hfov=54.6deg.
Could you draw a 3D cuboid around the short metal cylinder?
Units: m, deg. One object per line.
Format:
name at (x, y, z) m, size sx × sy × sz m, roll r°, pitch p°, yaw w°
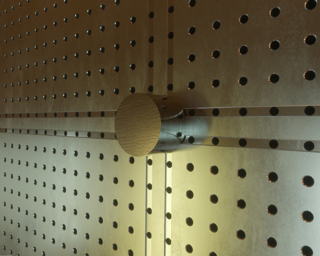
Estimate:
short metal cylinder at (-0.013, -0.004, 0.405) m, size 0.080 × 0.050 × 0.080 m, roll 0°, pitch 90°, yaw 40°
